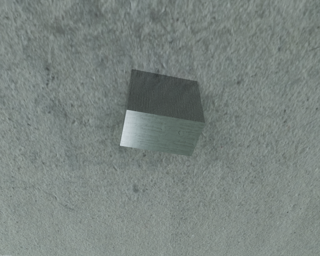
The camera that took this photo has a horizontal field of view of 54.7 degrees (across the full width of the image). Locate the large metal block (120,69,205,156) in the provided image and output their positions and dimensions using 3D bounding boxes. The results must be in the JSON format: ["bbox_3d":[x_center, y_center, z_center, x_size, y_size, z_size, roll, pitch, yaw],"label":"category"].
[{"bbox_3d":[0.001,-0.019,0.355,0.081,0.080,0.050,9,129,-8],"label":"large metal block"}]
